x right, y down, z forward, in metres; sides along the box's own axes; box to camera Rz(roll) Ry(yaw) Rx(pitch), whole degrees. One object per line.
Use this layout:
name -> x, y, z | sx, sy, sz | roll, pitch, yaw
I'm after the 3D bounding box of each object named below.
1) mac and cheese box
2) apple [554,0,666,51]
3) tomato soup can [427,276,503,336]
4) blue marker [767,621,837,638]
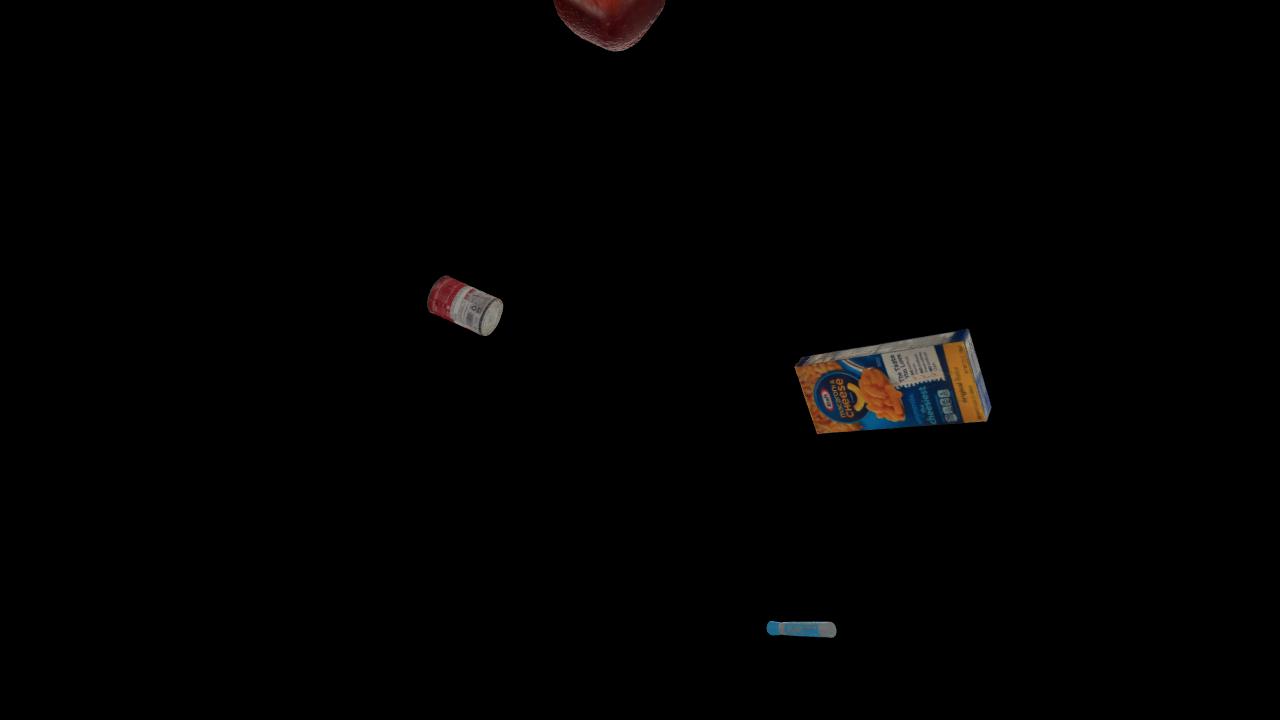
mac and cheese box -> 0.273, 0.029, 0.679 | 0.184, 0.093, 0.041 | -12, 17, 40
apple -> -0.021, -0.261, 0.433 | 0.079, 0.079, 0.093 | 0, 8, 4
tomato soup can -> -0.281, -0.088, 0.996 | 0.101, 0.068, 0.068 | 23, 4, 10
blue marker -> 0.214, 0.363, 0.831 | 0.020, 0.020, 0.121 | 0, -20, -32
